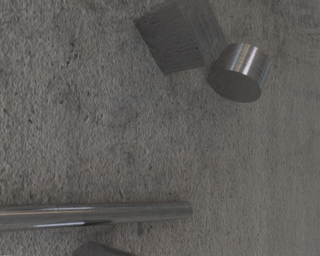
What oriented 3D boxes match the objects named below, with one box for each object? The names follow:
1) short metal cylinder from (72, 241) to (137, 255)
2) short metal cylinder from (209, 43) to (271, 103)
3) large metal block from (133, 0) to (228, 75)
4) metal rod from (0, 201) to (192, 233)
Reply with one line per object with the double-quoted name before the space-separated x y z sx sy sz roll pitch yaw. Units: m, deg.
"short metal cylinder" -0.060 0.164 0.319 0.050 0.080 0.080 34 69 -35
"short metal cylinder" 0.121 -0.082 0.470 0.080 0.080 0.050 40 66 -33
"large metal block" 0.026 -0.119 0.390 0.050 0.080 0.080 -46 118 -30
"metal rod" -0.078 0.094 0.339 0.302 0.025 0.025 10 84 -40
